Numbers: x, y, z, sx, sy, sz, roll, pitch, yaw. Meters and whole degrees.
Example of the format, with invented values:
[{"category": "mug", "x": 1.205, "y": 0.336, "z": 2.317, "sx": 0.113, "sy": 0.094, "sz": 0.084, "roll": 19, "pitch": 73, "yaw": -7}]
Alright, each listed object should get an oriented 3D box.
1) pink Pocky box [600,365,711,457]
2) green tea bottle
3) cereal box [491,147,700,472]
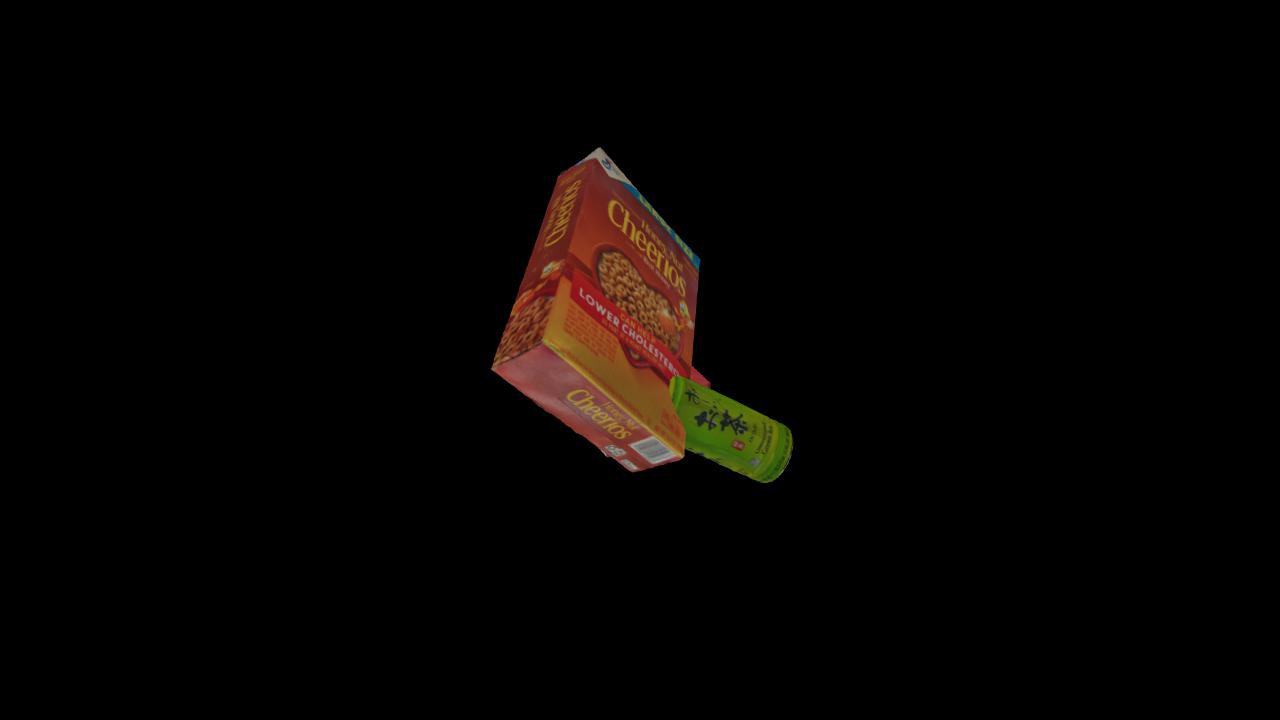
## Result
[{"category": "pink Pocky box", "x": 0.001, "y": 0.046, "z": 0.748, "sx": 0.155, "sy": 0.029, "sz": 0.084, "roll": -29, "pitch": 51, "yaw": -20}, {"category": "green tea bottle", "x": 0.059, "y": 0.062, "z": 0.655, "sx": 0.212, "sy": 0.073, "sz": 0.073, "roll": 25, "pitch": -6, "yaw": -12}, {"category": "cereal box", "x": -0.025, "y": -0.062, "z": 0.664, "sx": 0.081, "sy": 0.306, "sz": 0.203, "roll": -23, "pitch": -50, "yaw": 33}]
